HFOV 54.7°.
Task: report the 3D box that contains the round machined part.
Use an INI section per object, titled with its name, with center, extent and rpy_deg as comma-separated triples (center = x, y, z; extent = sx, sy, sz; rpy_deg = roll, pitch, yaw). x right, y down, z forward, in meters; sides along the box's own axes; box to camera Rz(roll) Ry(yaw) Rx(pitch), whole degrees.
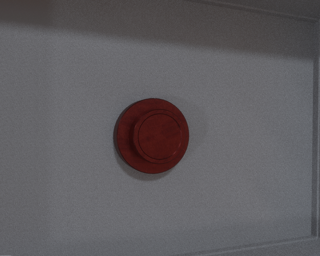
[round machined part]
center = -0.007, 0.010, 0.396
extent = 0.099, 0.042, 0.097
rpy_deg = 0, 90, -21
